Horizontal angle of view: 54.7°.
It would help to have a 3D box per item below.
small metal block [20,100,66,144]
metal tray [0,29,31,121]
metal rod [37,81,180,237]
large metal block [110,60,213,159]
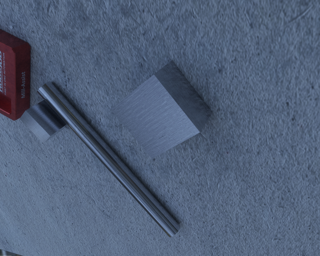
[{"bbox_3d":[-0.172,-0.013,0.471,0.050,0.050,0.025,48,129,-6],"label":"small metal block"},{"bbox_3d":[-0.247,-0.085,0.478,0.090,0.030,0.129,27,128,10],"label":"metal tray"},{"bbox_3d":[-0.074,0.052,0.475,0.300,0.025,0.025,49,128,-7],"label":"metal rod"},{"bbox_3d":[0.002,-0.021,0.375,0.080,0.050,0.080,-32,101,38],"label":"large metal block"}]
